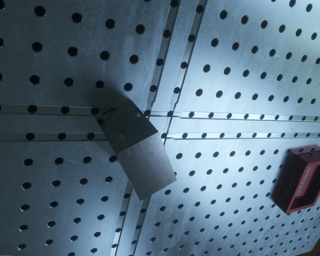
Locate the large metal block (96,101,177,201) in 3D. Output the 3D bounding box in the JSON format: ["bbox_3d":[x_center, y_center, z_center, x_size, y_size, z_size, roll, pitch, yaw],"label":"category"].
[{"bbox_3d":[-0.029,0.026,0.376,0.050,0.080,0.080,-28,128,-11],"label":"large metal block"}]

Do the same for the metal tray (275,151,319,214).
[{"bbox_3d":[0.301,0.112,0.641,0.091,0.030,0.129,-6,121,-26],"label":"metal tray"}]
